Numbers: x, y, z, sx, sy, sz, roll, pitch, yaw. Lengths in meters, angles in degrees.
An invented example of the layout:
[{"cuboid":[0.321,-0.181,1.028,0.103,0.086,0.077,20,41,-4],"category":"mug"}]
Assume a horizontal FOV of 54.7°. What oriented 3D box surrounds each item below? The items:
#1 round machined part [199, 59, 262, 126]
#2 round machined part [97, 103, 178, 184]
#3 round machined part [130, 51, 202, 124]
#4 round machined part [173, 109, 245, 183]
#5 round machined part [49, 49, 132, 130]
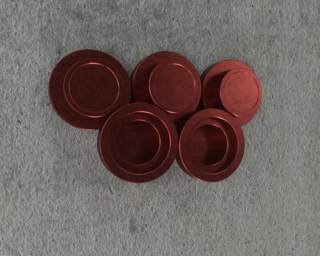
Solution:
[{"cuboid":[0.105,-0.049,0.441,0.099,0.042,0.097,0,90,-21],"category":"round machined part"},{"cuboid":[-0.030,0.018,0.391,0.099,0.042,0.097,0,90,-21],"category":"round machined part"},{"cuboid":[0.012,-0.053,0.407,0.099,0.042,0.097,0,90,-21],"category":"round machined part"},{"cuboid":[0.063,0.023,0.426,0.099,0.042,0.097,0,90,-21],"category":"round machined part"},{"cuboid":[-0.081,-0.046,0.372,0.099,0.042,0.097,0,90,-21],"category":"round machined part"}]
